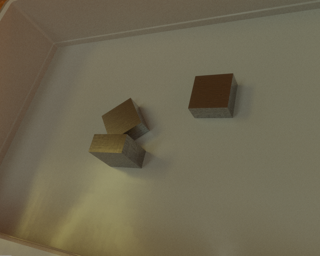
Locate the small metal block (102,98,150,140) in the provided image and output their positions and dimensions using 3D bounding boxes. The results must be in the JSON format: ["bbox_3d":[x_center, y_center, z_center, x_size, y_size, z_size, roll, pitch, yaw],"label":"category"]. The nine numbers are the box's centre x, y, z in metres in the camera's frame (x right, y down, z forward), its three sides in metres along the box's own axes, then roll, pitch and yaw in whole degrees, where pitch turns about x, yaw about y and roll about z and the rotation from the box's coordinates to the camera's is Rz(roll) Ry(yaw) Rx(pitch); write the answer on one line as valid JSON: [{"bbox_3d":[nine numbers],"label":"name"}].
[{"bbox_3d":[-0.049,-0.006,0.436,0.050,0.025,0.050,-31,52,8],"label":"small metal block"}]

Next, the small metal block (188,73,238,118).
[{"bbox_3d":[0.068,-0.040,0.395,0.050,0.025,0.050,1,62,28],"label":"small metal block"}]

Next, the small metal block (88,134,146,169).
[{"bbox_3d":[-0.054,0.030,0.400,0.050,0.050,0.025,-1,62,28],"label":"small metal block"}]
